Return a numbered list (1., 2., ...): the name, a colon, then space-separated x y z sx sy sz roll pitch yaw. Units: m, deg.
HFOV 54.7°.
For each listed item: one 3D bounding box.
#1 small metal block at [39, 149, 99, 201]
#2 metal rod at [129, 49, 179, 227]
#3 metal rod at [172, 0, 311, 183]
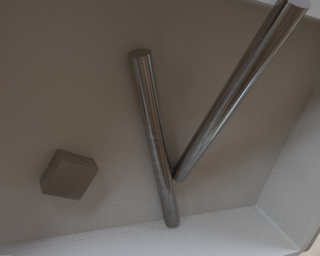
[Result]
1. small metal block: -0.113 0.059 0.384 0.050 0.025 0.050 23 106 -37
2. metal rod: -0.001 0.036 0.432 0.025 0.025 0.298 -22 127 -16
3. metal rod: 0.068 -0.015 0.359 0.025 0.025 0.298 -8 147 -25
